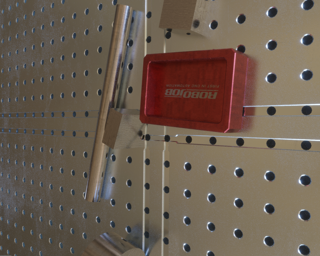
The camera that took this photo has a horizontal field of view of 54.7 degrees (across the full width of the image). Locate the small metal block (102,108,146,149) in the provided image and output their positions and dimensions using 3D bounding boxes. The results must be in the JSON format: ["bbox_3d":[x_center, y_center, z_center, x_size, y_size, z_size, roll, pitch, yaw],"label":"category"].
[{"bbox_3d":[-0.048,0.001,0.430,0.025,0.050,0.050,26,107,36],"label":"small metal block"}]

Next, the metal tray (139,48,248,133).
[{"bbox_3d":[0.035,-0.045,0.375,0.130,0.030,0.089,7,95,39],"label":"metal tray"}]

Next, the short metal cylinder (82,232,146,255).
[{"bbox_3d":[-0.065,0.192,0.425,0.050,0.081,0.079,17,101,38],"label":"short metal cylinder"}]

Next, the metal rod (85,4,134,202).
[{"bbox_3d":[-0.079,-0.031,0.472,0.025,0.025,0.298,18,102,38],"label":"metal rod"}]

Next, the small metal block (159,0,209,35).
[{"bbox_3d":[0.030,-0.145,0.383,0.050,0.025,0.050,19,102,38],"label":"small metal block"}]
